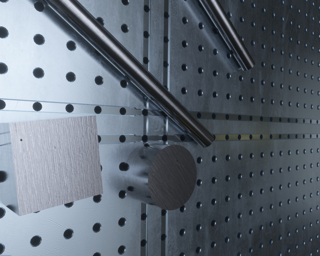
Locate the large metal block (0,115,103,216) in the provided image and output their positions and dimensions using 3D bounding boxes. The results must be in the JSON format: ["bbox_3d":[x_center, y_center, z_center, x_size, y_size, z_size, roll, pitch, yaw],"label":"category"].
[{"bbox_3d":[-0.108,0.031,0.304,0.081,0.050,0.079,-8,95,-40],"label":"large metal block"}]

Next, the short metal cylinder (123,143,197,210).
[{"bbox_3d":[0.001,0.060,0.396,0.081,0.050,0.079,0,90,-40],"label":"short metal cylinder"}]

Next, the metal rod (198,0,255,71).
[{"bbox_3d":[0.066,-0.204,0.466,0.300,0.025,0.025,47,62,-30],"label":"metal rod"}]

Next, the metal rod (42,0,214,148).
[{"bbox_3d":[-0.024,-0.064,0.390,0.300,0.025,0.025,41,65,-33],"label":"metal rod"}]
